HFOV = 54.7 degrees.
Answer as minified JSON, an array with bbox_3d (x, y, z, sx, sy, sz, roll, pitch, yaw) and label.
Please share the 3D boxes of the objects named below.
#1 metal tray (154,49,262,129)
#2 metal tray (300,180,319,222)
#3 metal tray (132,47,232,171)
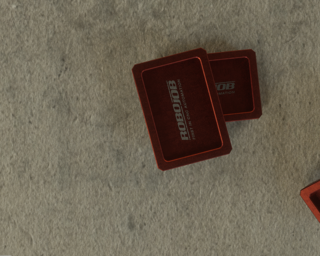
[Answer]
[{"bbox_3d":[0.061,-0.050,0.408,0.131,0.030,0.089,-6,90,-1],"label":"metal tray"},{"bbox_3d":[0.245,0.082,0.358,0.129,0.030,0.090,-47,65,40],"label":"metal tray"},{"bbox_3d":[0.026,-0.022,0.377,0.091,0.030,0.129,-15,90,-1],"label":"metal tray"}]
